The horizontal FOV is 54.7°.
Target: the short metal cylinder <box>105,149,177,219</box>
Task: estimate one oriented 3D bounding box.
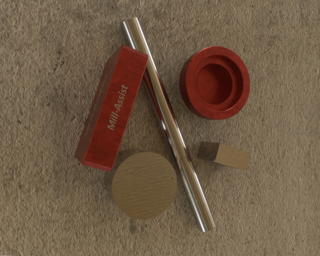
[{"bbox_3d":[-0.025,0.068,0.388,0.081,0.050,0.079,0,90,-21],"label":"short metal cylinder"}]

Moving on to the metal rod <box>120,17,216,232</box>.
[{"bbox_3d":[0.014,0.001,0.417,0.025,0.025,0.298,-24,98,-19],"label":"metal rod"}]

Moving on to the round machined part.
[{"bbox_3d":[0.071,-0.060,0.429,0.099,0.042,0.097,0,90,-21],"label":"round machined part"}]

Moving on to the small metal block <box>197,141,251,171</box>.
[{"bbox_3d":[0.087,0.038,0.428,0.050,0.050,0.025,18,84,-20],"label":"small metal block"}]

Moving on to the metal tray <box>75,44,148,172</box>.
[{"bbox_3d":[-0.059,-0.021,0.355,0.030,0.090,0.129,20,83,-19],"label":"metal tray"}]
